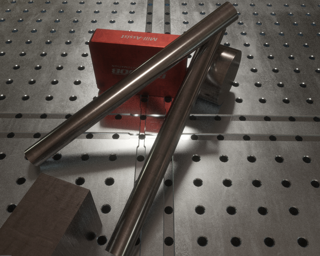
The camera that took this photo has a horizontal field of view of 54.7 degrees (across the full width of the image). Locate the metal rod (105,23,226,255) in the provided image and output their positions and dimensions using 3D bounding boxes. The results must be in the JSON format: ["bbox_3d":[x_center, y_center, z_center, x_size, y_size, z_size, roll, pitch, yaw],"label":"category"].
[{"bbox_3d":[0.016,-0.004,0.355,0.025,0.025,0.300,19,70,15],"label":"metal rod"}]

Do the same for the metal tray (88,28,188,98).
[{"bbox_3d":[-0.027,-0.089,0.440,0.131,0.089,0.030,6,51,4],"label":"metal tray"}]

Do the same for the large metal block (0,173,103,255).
[{"bbox_3d":[-0.100,0.102,0.285,0.050,0.080,0.080,16,52,13],"label":"large metal block"}]

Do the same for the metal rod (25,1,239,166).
[{"bbox_3d":[-0.035,-0.052,0.375,0.301,0.025,0.025,-36,56,1],"label":"metal rod"}]

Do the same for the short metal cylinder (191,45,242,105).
[{"bbox_3d":[0.076,-0.079,0.439,0.050,0.080,0.080,24,54,18],"label":"short metal cylinder"}]
